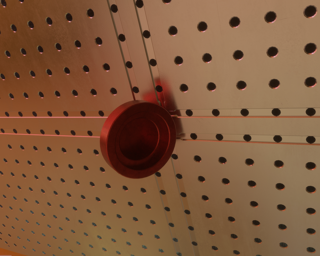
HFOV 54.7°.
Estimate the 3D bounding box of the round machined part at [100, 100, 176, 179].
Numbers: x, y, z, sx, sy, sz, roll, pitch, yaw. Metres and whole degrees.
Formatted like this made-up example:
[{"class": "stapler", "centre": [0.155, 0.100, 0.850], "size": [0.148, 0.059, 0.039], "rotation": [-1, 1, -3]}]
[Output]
[{"class": "round machined part", "centre": [-0.031, 0.012, 0.398], "size": [0.042, 0.099, 0.097], "rotation": [22, 134, 55]}]
